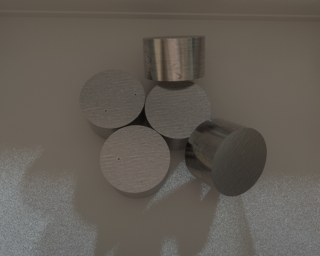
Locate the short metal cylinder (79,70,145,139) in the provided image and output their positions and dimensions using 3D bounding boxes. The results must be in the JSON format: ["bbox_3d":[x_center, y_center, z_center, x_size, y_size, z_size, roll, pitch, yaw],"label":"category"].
[{"bbox_3d":[-0.059,-0.029,0.404,0.081,0.050,0.080,0,70,0],"label":"short metal cylinder"}]

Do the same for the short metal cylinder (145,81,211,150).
[{"bbox_3d":[0.022,-0.016,0.400,0.081,0.050,0.080,0,70,0],"label":"short metal cylinder"}]

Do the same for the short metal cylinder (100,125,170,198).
[{"bbox_3d":[-0.029,0.042,0.378,0.081,0.050,0.080,0,70,0],"label":"short metal cylinder"}]

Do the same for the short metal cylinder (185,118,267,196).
[{"bbox_3d":[0.077,0.032,0.362,0.081,0.050,0.079,-9,108,-28],"label":"short metal cylinder"}]

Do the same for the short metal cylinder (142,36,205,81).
[{"bbox_3d":[0.019,-0.093,0.405,0.081,0.080,0.050,-3,109,-1],"label":"short metal cylinder"}]
